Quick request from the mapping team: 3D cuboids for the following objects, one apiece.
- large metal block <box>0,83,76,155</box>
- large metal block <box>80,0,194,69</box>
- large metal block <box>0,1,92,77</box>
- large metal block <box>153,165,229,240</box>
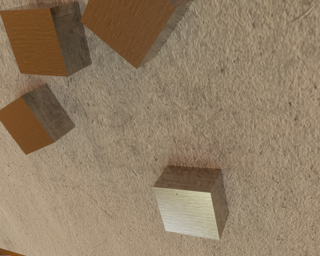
[{"bbox_3d":[-0.195,-0.012,0.486,0.080,0.050,0.080,-20,108,35],"label":"large metal block"},{"bbox_3d":[-0.025,-0.124,0.327,0.080,0.050,0.080,40,129,0],"label":"large metal block"},{"bbox_3d":[-0.143,-0.114,0.396,0.080,0.050,0.079,7,122,24],"label":"large metal block"},{"bbox_3d":[0.045,0.101,0.430,0.080,0.050,0.080,0,119,28],"label":"large metal block"}]
